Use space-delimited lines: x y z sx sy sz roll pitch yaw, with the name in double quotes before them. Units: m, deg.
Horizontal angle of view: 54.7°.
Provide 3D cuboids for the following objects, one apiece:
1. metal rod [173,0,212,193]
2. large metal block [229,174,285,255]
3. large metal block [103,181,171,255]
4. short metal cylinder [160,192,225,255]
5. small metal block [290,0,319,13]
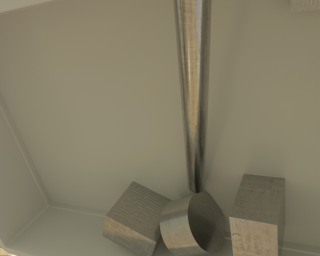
"metal rod" 0.035 -0.007 0.311 0.025 0.025 0.299 17 149 18
"large metal block" 0.122 0.115 0.379 0.050 0.080 0.079 3 120 26
"large metal block" -0.029 0.140 0.473 0.080 0.080 0.050 24 127 13
"short metal cylinder" 0.046 0.135 0.431 0.050 0.080 0.080 -28 103 37
"small metal block" 0.137 -0.127 0.258 0.050 0.025 0.050 2 120 26
